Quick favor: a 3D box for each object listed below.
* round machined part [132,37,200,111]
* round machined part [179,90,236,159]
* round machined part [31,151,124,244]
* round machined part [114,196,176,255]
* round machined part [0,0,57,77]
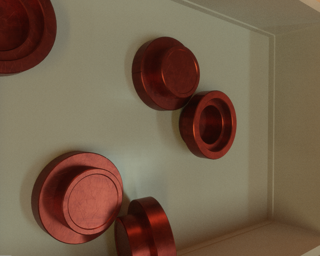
[{"bbox_3d":[0.015,-0.072,0.410,0.099,0.042,0.097,0,90,-40],"label":"round machined part"},{"bbox_3d":[0.066,-0.005,0.451,0.099,0.042,0.097,-3,94,-42],"label":"round machined part"},{"bbox_3d":[-0.080,0.074,0.330,0.099,0.042,0.097,0,90,-40],"label":"round machined part"},{"bbox_3d":[-0.022,0.129,0.346,0.042,0.098,0.097,-7,95,-23],"label":"round machined part"},{"bbox_3d":[-0.147,-0.094,0.273,0.099,0.042,0.097,0,90,-40],"label":"round machined part"}]
